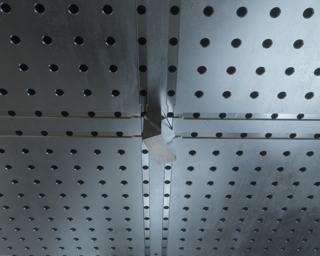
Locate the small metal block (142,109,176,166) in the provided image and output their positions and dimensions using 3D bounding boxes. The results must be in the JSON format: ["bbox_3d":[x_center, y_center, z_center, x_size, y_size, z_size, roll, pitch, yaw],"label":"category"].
[{"bbox_3d":[0.000,0.012,0.405,0.025,0.050,0.050,-18,128,14],"label":"small metal block"}]
